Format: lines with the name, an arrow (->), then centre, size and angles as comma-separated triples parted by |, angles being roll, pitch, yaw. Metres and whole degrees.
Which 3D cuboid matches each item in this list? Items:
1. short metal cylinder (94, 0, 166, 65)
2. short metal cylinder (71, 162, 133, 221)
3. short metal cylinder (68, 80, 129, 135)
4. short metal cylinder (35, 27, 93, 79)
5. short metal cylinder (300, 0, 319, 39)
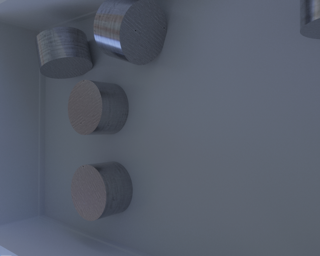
short metal cylinder -> -0.037, -0.126, 0.400 | 0.050, 0.081, 0.079 | 25, 106, 37
short metal cylinder -> -0.087, 0.092, 0.460 | 0.080, 0.050, 0.079 | 0, 90, 39
short metal cylinder -> -0.093, -0.030, 0.465 | 0.080, 0.050, 0.079 | 0, 90, 39
short metal cylinder -> -0.153, -0.118, 0.494 | 0.080, 0.081, 0.050 | -22, 77, 37
short metal cylinder -> 0.154, -0.106, 0.243 | 0.080, 0.081, 0.050 | 0, 90, 39
